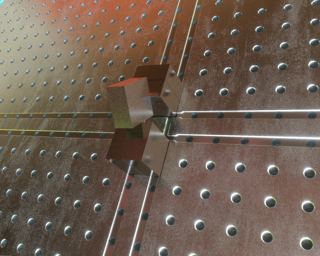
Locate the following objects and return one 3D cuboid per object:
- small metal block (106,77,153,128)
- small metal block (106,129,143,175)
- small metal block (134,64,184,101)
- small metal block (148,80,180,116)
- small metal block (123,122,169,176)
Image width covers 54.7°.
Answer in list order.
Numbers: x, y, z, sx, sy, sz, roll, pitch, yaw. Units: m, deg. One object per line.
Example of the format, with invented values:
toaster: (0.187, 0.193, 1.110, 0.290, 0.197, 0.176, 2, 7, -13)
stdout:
small metal block: (-0.035, -0.031, 0.375, 0.025, 0.050, 0.050, 0, 19, 29)
small metal block: (-0.037, 0.026, 0.394, 0.025, 0.050, 0.050, 1, 63, 29)
small metal block: (-0.002, -0.062, 0.429, 0.050, 0.050, 0.025, 2, 63, 29)
small metal block: (-0.008, -0.039, 0.419, 0.050, 0.050, 0.025, 2, 63, 29)
small metal block: (-0.016, 0.026, 0.381, 0.025, 0.050, 0.050, 1, 63, 29)
